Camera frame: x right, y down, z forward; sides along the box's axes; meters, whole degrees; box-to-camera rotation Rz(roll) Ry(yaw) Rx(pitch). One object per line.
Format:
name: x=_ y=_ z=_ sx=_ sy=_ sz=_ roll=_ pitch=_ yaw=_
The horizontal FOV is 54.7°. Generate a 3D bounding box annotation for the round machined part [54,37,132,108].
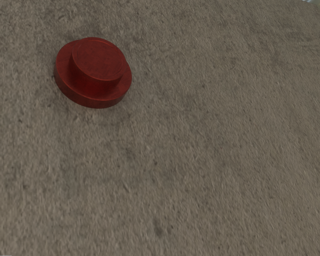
round machined part: x=-0.082 y=-0.077 z=0.397 sx=0.099 sy=0.042 sz=0.098 roll=14 pitch=56 yaw=-21
